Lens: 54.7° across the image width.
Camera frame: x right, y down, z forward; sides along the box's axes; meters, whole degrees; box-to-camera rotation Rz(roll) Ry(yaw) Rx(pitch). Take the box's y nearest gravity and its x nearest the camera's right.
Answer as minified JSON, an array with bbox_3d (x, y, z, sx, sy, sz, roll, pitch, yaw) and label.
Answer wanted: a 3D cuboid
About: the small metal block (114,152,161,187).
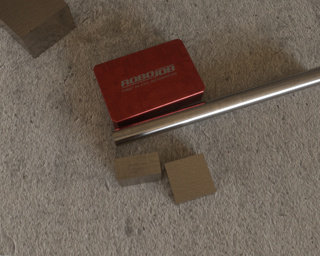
[{"bbox_3d":[-0.025,0.051,0.376,0.050,0.050,0.025,-9,71,-4],"label":"small metal block"}]

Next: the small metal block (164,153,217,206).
[{"bbox_3d":[0.036,0.064,0.385,0.050,0.025,0.050,-15,71,-6],"label":"small metal block"}]

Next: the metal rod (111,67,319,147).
[{"bbox_3d":[0.084,-0.031,0.420,0.302,0.025,0.025,-17,71,-7],"label":"metal rod"}]

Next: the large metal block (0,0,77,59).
[{"bbox_3d":[-0.185,-0.163,0.452,0.080,0.050,0.080,42,75,13],"label":"large metal block"}]

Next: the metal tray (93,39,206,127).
[{"bbox_3d":[-0.015,-0.062,0.428,0.131,0.030,0.090,-20,71,-8],"label":"metal tray"}]
